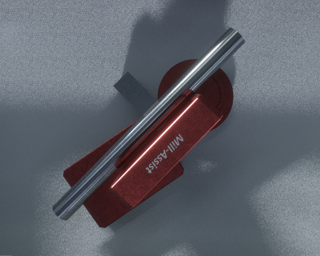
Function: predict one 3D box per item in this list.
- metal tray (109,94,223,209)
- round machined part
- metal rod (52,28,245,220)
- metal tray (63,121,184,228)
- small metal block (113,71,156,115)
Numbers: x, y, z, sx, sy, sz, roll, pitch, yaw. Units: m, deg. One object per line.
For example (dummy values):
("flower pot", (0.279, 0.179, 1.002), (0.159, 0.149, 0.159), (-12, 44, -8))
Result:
("metal tray", (0.006, 0.020, 0.340), (0.030, 0.090, 0.130), (43, 96, -3))
("round machined part", (0.046, -0.041, 0.402), (0.099, 0.042, 0.097), (0, 90, -1))
("metal rod", (-0.016, -0.002, 0.371), (0.025, 0.025, 0.300), (45, 94, -1))
("metal tray", (-0.046, 0.056, 0.407), (0.130, 0.030, 0.090), (-35, 90, -1))
("small metal block", (-0.030, -0.042, 0.397), (0.025, 0.050, 0.050), (-45, 91, 0))
